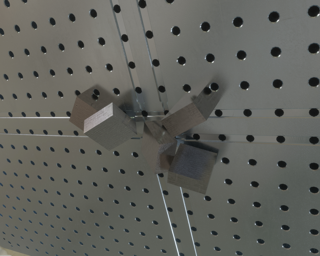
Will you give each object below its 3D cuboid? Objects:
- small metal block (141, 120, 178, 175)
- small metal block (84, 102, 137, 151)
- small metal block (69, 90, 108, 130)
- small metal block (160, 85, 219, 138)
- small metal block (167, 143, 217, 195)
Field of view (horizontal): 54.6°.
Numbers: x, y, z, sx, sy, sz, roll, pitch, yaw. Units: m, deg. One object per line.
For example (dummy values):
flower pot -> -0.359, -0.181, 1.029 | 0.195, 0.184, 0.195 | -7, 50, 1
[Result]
small metal block -> -0.002, 0.025, 0.411 | 0.050, 0.025, 0.050 | -125, 35, -47
small metal block -> -0.067, -0.001, 0.424 | 0.050, 0.025, 0.050 | -30, 134, 19
small metal block -> -0.100, -0.019, 0.453 | 0.050, 0.025, 0.050 | 35, 129, 5
small metal block -> 0.036, -0.020, 0.364 | 0.050, 0.050, 0.025 | -30, 102, 38
small metal block -> 0.042, 0.052, 0.400 | 0.050, 0.050, 0.025 | 16, 136, 13
